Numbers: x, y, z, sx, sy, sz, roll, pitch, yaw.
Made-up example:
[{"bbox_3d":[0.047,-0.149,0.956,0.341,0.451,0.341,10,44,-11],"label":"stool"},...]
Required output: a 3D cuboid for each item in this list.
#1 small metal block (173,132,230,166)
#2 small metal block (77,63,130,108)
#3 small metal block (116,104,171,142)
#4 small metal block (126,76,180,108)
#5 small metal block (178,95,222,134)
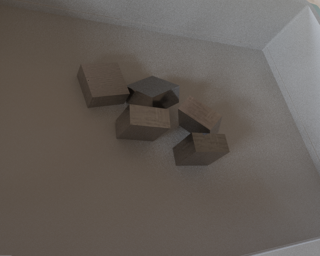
[{"bbox_3d":[0.052,0.029,0.399,0.050,0.050,0.025,3,63,-27],"label":"small metal block"},{"bbox_3d":[-0.074,-0.056,0.400,0.050,0.025,0.050,-10,67,-32],"label":"small metal block"},{"bbox_3d":[-0.022,-0.005,0.379,0.050,0.050,0.025,6,67,-25],"label":"small metal block"},{"bbox_3d":[-0.010,-0.045,0.411,0.050,0.025,0.050,26,40,36],"label":"small metal block"},{"bbox_3d":[0.052,-0.010,0.412,0.050,0.050,0.025,35,73,18],"label":"small metal block"}]
